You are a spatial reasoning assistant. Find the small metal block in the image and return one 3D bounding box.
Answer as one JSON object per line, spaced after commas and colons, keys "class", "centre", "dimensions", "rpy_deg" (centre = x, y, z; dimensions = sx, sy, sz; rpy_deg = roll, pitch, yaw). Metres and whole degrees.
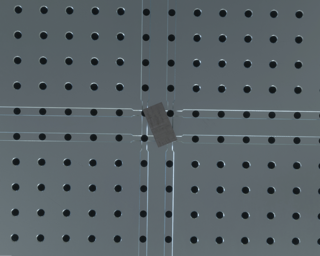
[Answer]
{"class": "small metal block", "centre": [0.000, -0.004, 0.401], "dimensions": [0.025, 0.050, 0.050], "rpy_deg": [-22, 91, 0]}
